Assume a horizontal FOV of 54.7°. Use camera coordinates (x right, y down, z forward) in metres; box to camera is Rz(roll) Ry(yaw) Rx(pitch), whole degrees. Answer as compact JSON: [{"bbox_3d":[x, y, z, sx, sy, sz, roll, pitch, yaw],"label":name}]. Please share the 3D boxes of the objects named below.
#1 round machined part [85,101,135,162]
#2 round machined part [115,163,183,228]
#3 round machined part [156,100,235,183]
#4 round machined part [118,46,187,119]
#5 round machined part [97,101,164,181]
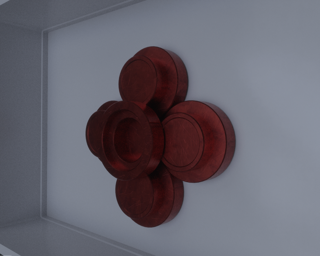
[{"bbox_3d":[-0.071,0.009,0.452,0.098,0.042,0.097,0,90,40],"label":"round machined part"},{"bbox_3d":[-0.021,0.082,0.411,0.098,0.042,0.097,-2,87,39],"label":"round machined part"},{"bbox_3d":[0.034,0.016,0.365,0.098,0.042,0.097,0,90,40],"label":"round machined part"},{"bbox_3d":[-0.016,-0.058,0.405,0.098,0.042,0.097,0,90,40],"label":"round machined part"},{"bbox_3d":[-0.032,0.015,0.392,0.098,0.042,0.097,0,90,40],"label":"round machined part"}]
